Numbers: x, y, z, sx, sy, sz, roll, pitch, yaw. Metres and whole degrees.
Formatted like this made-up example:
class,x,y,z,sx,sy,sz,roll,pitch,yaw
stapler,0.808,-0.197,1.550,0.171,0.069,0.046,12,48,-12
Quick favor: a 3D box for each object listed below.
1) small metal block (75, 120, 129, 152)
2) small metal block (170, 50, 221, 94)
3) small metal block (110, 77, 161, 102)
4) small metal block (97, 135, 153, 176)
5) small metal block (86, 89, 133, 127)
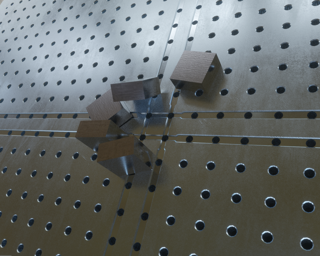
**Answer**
class,x,y,z,sx,sy,sz,roll,pitch,yaw
small metal block,-0.078,0.012,0.424,0.050,0.050,0.025,-1,62,27
small metal block,0.049,-0.078,0.429,0.050,0.025,0.050,15,69,33
small metal block,-0.033,-0.055,0.440,0.050,0.050,0.025,-2,104,26
small metal block,-0.043,0.037,0.391,0.050,0.050,0.025,-14,56,20
small metal block,-0.076,-0.024,0.460,0.050,0.025,0.050,-37,51,4
